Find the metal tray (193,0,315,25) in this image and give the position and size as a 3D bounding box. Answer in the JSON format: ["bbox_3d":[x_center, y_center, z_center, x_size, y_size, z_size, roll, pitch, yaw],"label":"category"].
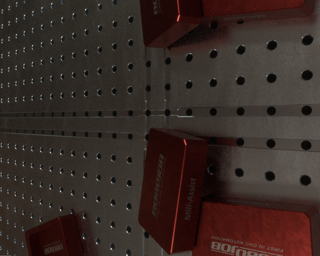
[{"bbox_3d":[0.094,-0.162,0.327,0.130,0.030,0.089,10,97,39],"label":"metal tray"}]

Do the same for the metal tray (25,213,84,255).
[{"bbox_3d":[-0.193,0.216,0.562,0.130,0.030,0.090,-29,72,36],"label":"metal tray"}]

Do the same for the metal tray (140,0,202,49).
[{"bbox_3d":[0.007,-0.174,0.378,0.090,0.030,0.129,-14,81,61],"label":"metal tray"}]

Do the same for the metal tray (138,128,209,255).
[{"bbox_3d":[0.012,0.070,0.373,0.090,0.030,0.129,18,102,61],"label":"metal tray"}]

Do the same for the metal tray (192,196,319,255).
[{"bbox_3d":[0.095,0.124,0.326,0.130,0.030,0.089,-4,87,39],"label":"metal tray"}]
